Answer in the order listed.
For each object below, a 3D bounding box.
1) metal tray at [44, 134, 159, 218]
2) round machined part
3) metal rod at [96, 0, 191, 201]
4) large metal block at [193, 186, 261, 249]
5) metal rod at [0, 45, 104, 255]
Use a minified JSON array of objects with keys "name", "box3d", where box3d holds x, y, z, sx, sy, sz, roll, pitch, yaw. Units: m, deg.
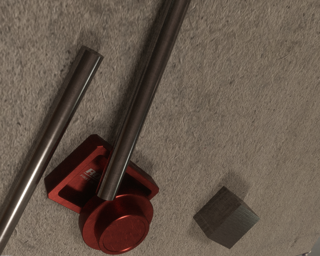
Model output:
[{"name":"metal tray","box3d":[-0.073,0.077,0.412,0.090,0.030,0.130,-44,130,2]},{"name":"round machined part","box3d":[-0.053,0.126,0.407,0.099,0.042,0.097,-14,125,-21]},{"name":"metal rod","box3d":[-0.012,-0.055,0.344,0.025,0.025,0.298,13,104,-34]},{"name":"large metal block","box3d":[0.121,0.163,0.561,0.080,0.050,0.080,-47,130,4]},{"name":"metal rod","box3d":[-0.145,0.045,0.356,0.025,0.025,0.298,21,107,-36]}]
